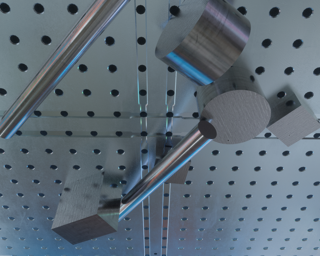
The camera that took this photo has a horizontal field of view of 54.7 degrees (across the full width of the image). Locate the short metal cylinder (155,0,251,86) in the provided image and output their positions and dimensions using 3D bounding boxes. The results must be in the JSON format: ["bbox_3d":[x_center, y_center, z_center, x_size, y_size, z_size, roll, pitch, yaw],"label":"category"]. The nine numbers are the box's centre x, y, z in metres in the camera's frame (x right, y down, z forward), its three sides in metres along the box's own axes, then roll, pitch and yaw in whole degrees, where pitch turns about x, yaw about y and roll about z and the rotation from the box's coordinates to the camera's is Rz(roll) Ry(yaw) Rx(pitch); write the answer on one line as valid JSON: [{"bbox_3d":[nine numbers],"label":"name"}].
[{"bbox_3d":[0.040,-0.088,0.301,0.050,0.080,0.080,31,124,-24],"label":"short metal cylinder"}]

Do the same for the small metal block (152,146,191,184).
[{"bbox_3d":[0.015,0.056,0.459,0.050,0.025,0.050,7,130,-6],"label":"small metal block"}]

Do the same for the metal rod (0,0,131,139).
[{"bbox_3d":[-0.104,-0.079,0.343,0.025,0.025,0.299,36,121,-27],"label":"metal rod"}]

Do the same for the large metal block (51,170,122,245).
[{"bbox_3d":[-0.110,0.122,0.479,0.080,0.080,0.050,-22,127,18],"label":"large metal block"}]

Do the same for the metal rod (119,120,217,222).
[{"bbox_3d":[-0.018,0.083,0.447,0.025,0.025,0.298,23,137,-18],"label":"metal rod"}]

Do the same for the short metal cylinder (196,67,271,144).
[{"bbox_3d":[0.086,-0.026,0.373,0.081,0.050,0.079,0,130,0],"label":"short metal cylinder"}]

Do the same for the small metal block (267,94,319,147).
[{"bbox_3d":[0.172,-0.009,0.405,0.050,0.025,0.050,35,122,-26],"label":"small metal block"}]
